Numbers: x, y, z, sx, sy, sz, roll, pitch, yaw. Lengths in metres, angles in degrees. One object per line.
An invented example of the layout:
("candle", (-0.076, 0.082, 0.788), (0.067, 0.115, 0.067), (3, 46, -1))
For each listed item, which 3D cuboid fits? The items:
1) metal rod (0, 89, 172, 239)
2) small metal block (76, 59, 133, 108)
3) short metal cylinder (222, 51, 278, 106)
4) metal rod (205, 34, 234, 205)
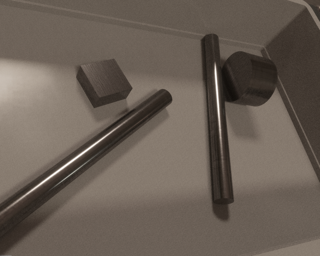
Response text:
("metal rod", (-0.082, 0.032, 0.342), (0.025, 0.025, 0.302), (47, 51, 4))
("small metal block", (-0.073, -0.059, 0.404), (0.050, 0.025, 0.050), (-22, 74, -36))
("short metal cylinder", (0.139, -0.077, 0.495), (0.050, 0.080, 0.080), (8, 59, -25))
("metal rod", (0.087, -0.033, 0.474), (0.025, 0.025, 0.300), (16, 55, -20))
